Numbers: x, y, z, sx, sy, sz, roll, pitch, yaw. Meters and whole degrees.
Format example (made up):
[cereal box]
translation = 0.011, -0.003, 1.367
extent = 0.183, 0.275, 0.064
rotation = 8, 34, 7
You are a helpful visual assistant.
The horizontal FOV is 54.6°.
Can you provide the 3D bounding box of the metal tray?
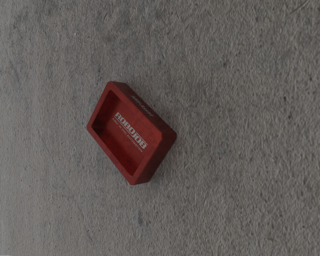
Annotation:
[metal tray]
translation = -0.046, 0.005, 0.440
extent = 0.130, 0.030, 0.090
rotation = 45, 117, 30
